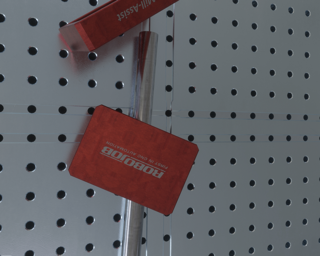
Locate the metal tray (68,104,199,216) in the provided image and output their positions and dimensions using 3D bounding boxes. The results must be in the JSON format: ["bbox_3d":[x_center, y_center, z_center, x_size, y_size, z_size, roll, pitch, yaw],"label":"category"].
[{"bbox_3d":[-0.030,0.037,0.374,0.131,0.030,0.090,23,88,-1],"label":"metal tray"}]

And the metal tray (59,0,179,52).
[{"bbox_3d":[-0.045,-0.134,0.358,0.131,0.090,0.030,-36,117,-16],"label":"metal tray"}]

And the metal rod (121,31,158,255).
[{"bbox_3d":[-0.026,0.026,0.402,0.025,0.025,0.298,5,88,-20],"label":"metal rod"}]
